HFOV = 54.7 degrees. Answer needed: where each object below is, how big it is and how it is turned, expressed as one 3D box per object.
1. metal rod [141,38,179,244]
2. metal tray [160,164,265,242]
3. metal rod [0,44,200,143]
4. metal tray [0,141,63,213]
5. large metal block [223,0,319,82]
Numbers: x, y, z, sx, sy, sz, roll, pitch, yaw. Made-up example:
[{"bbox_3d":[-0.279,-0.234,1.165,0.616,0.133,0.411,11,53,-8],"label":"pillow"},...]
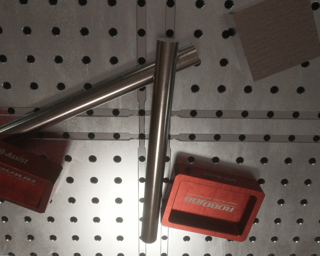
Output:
[{"bbox_3d":[-0.004,0.035,0.410,0.025,0.025,0.298,5,116,-2],"label":"metal rod"},{"bbox_3d":[0.074,0.110,0.452,0.131,0.030,0.089,13,110,-6],"label":"metal tray"},{"bbox_3d":[-0.093,-0.036,0.398,0.301,0.025,0.025,-22,109,7],"label":"metal rod"},{"bbox_3d":[-0.204,0.060,0.411,0.131,0.030,0.089,24,133,-9],"label":"metal tray"},{"bbox_3d":[0.129,-0.110,0.361,0.080,0.050,0.080,-22,109,7],"label":"large metal block"}]
